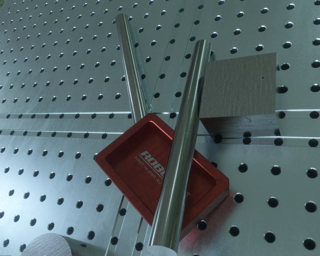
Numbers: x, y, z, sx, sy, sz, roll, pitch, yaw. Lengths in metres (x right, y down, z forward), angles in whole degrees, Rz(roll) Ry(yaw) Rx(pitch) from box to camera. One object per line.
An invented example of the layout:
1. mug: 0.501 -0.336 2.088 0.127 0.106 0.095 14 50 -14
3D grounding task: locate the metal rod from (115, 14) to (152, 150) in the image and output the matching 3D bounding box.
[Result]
1. metal rod: -0.042 -0.080 0.478 0.025 0.025 0.299 -24 53 14

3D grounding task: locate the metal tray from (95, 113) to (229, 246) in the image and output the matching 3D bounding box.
1. metal tray: 0.000 0.052 0.347 0.090 0.030 0.130 -40 60 -14

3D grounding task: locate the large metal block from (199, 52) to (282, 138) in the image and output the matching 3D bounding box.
1. large metal block: 0.097 -0.036 0.364 0.080 0.050 0.080 -3 61 26

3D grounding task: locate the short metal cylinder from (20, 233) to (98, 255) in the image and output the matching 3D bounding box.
1. short metal cylinder: -0.117 0.166 0.352 0.080 0.050 0.080 -13 56 21

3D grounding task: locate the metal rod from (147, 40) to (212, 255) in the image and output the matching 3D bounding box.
1. metal rod: 0.032 -0.008 0.350 0.025 0.025 0.300 -8 44 24
